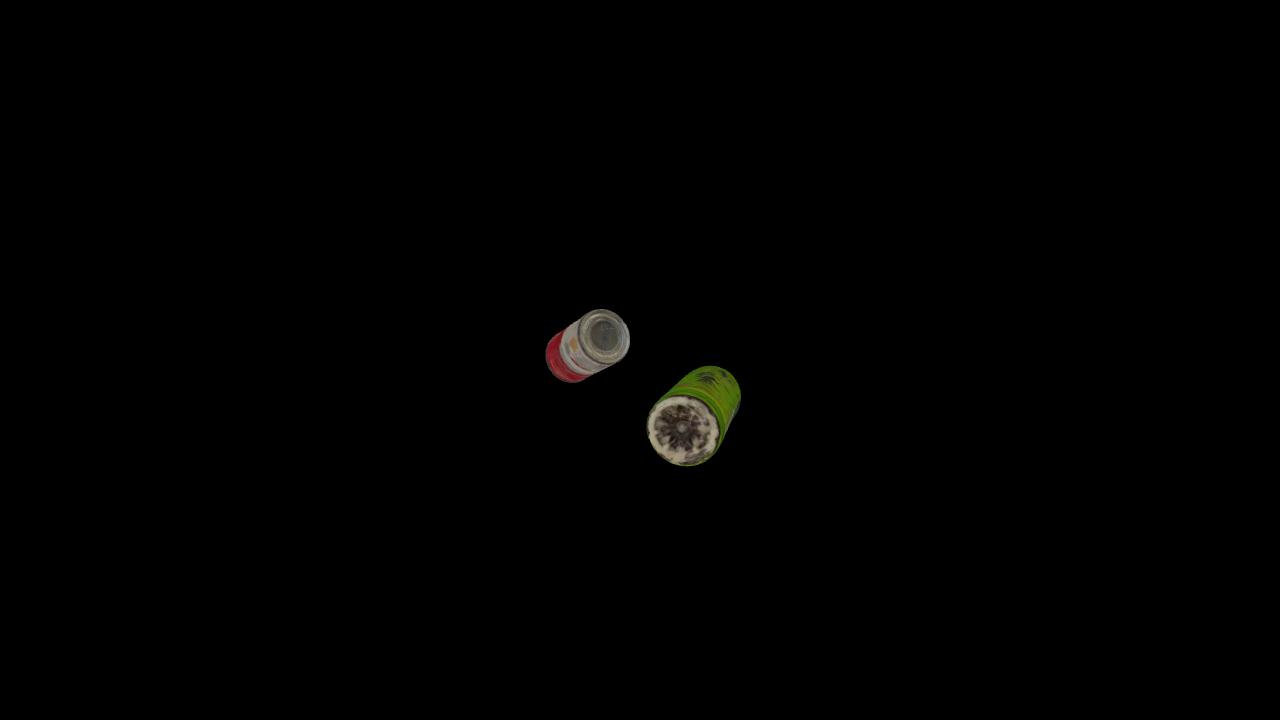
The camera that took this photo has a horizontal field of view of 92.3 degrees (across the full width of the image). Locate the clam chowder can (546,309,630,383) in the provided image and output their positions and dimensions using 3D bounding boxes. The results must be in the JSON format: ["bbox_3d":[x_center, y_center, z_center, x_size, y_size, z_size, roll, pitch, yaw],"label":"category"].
[{"bbox_3d":[-0.063,-0.015,0.735,0.068,0.068,0.102,0,-13,-30],"label":"clam chowder can"}]

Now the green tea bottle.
[{"bbox_3d":[0.066,0.047,0.639,0.073,0.073,0.212,0,7,16],"label":"green tea bottle"}]
